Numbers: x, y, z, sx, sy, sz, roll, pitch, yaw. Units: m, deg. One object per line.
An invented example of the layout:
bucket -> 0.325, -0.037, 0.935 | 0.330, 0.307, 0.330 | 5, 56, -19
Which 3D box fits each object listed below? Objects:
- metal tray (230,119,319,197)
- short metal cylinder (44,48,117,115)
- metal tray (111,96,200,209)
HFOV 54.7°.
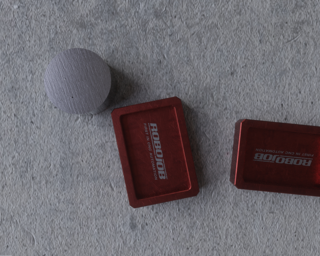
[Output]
metal tray -> 0.164, 0.039, 0.408 | 0.131, 0.030, 0.089 | 6, 90, 0
short metal cylinder -> -0.099, -0.056, 0.397 | 0.081, 0.050, 0.079 | 0, 90, 0
metal tray -> -0.006, 0.031, 0.407 | 0.091, 0.030, 0.129 | -11, 90, 0
